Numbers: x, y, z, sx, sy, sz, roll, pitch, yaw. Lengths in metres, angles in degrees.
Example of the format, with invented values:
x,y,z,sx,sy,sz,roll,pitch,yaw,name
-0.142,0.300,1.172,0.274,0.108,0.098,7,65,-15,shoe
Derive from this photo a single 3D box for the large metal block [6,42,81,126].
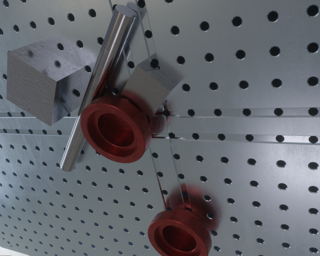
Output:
x,y,z,sx,sy,sz,roll,pitch,yaw,name
-0.169,-0.063,0.445,0.080,0.050,0.079,31,128,8,large metal block

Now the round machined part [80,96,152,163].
x,y,z,sx,sy,sz,roll,pitch,yaw,name
-0.056,-0.002,0.424,0.098,0.042,0.097,14,130,18,round machined part

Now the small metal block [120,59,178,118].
x,y,z,sx,sy,sz,roll,pitch,yaw,name
-0.014,-0.049,0.388,0.050,0.025,0.050,39,129,2,small metal block

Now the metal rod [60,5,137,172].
x,y,z,sx,sy,sz,roll,pitch,yaw,name
-0.099,-0.033,0.442,0.025,0.025,0.298,35,129,4,metal rod

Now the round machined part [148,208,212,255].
x,y,z,sx,sy,sz,roll,pitch,yaw,name
0.034,0.166,0.485,0.098,0.042,0.097,13,124,21,round machined part
